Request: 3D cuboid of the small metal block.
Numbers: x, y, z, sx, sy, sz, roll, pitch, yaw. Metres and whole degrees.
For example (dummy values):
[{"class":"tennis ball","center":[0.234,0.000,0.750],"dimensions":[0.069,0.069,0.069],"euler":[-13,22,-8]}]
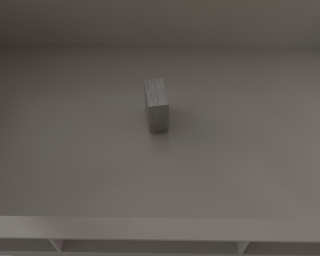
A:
[{"class":"small metal block","center":[-0.005,-0.030,0.409],"dimensions":[0.025,0.050,0.050],"euler":[-7,50,-5]}]
